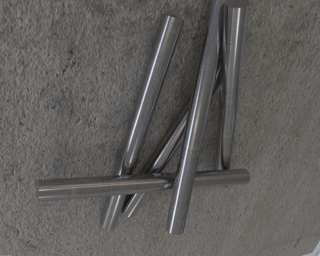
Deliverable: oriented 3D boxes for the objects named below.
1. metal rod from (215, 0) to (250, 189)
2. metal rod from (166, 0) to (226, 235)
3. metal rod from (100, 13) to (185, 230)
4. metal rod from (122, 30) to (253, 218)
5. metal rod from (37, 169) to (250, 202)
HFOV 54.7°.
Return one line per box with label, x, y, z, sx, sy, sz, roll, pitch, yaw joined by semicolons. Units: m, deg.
metal rod;0.092;-0.019;0.420;0.025;0.025;0.298;-21;134;-16
metal rod;0.045;-0.007;0.384;0.025;0.025;0.298;3;104;-30
metal rod;-0.030;0.009;0.395;0.025;0.025;0.298;5;116;-31
metal rod;0.029;0.000;0.422;0.025;0.025;0.299;22;107;-36
metal rod;-0.002;0.073;0.415;0.303;0.025;0.025;1;118;-27
